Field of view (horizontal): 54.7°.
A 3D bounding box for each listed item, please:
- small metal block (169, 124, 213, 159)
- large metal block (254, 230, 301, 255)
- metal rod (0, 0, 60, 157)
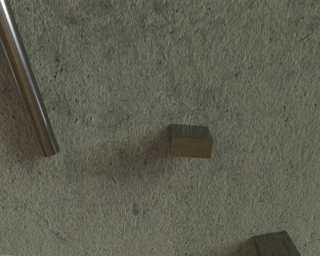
[{"bbox_3d":[0.039,0.016,0.403,0.050,0.050,0.025,4,110,-2],"label":"small metal block"},{"bbox_3d":[0.181,0.215,0.462,0.050,0.080,0.080,-11,110,4],"label":"large metal block"},{"bbox_3d":[-0.178,-0.103,0.369,0.025,0.025,0.298,-11,110,4],"label":"metal rod"}]
